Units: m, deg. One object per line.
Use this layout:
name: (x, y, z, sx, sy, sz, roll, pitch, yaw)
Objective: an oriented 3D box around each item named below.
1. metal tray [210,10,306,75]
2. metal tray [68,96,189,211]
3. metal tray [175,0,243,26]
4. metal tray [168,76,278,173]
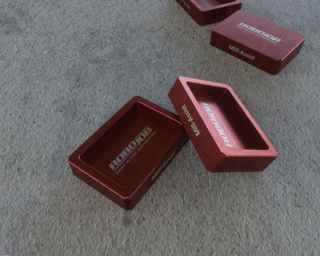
metal tray: (0.163, -0.149, 0.526, 0.130, 0.030, 0.090, 35, 58, 25)
metal tray: (-0.033, 0.024, 0.379, 0.090, 0.030, 0.131, 28, 55, 21)
metal tray: (0.090, -0.257, 0.616, 0.091, 0.030, 0.130, -18, 53, -15)
metal tray: (0.074, -0.007, 0.381, 0.091, 0.030, 0.130, 4, 45, -32)
